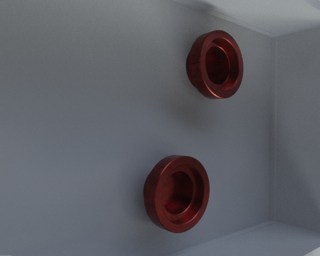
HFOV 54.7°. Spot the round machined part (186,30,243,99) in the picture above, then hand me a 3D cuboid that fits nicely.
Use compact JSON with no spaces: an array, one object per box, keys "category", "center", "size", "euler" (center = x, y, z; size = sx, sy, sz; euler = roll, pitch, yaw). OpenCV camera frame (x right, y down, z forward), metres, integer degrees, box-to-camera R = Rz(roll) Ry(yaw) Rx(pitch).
[{"category":"round machined part","center":[0.077,-0.091,0.460],"size":[0.099,0.042,0.097],"euler":[0,90,-40]}]

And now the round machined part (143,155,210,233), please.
[{"category":"round machined part","center":[0.018,0.084,0.410],"size":[0.099,0.042,0.097],"euler":[0,90,-40]}]
